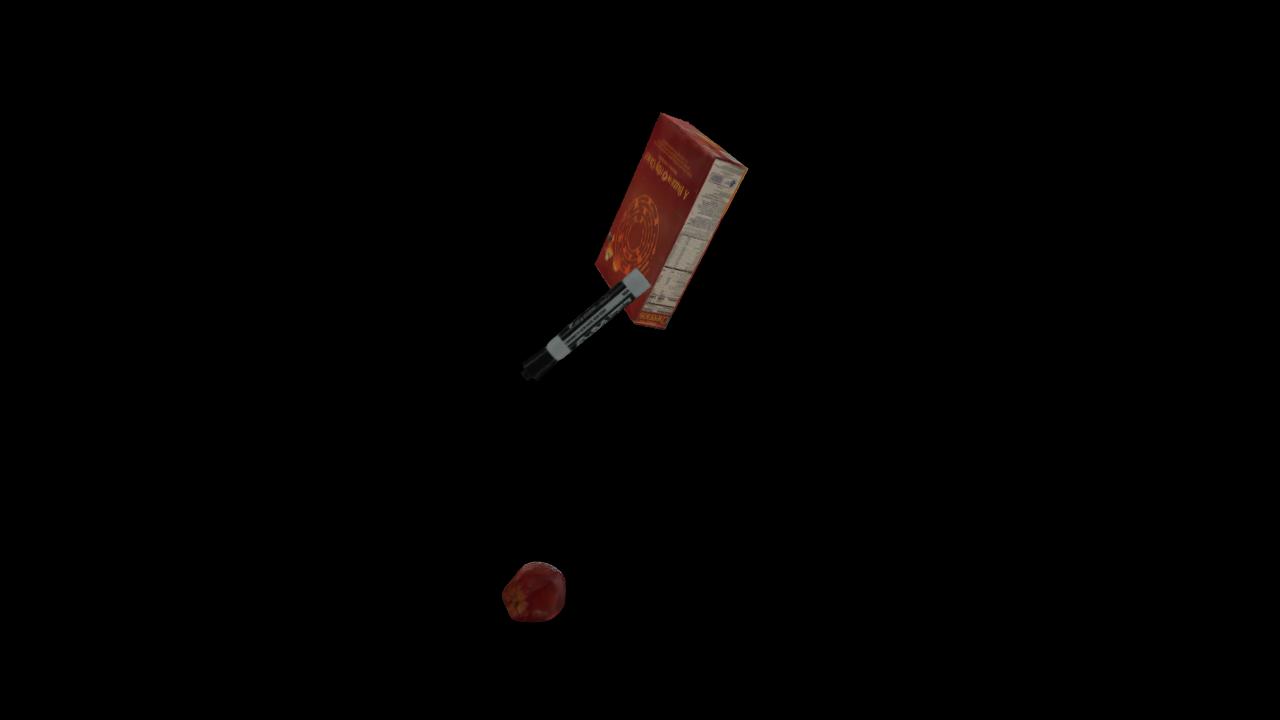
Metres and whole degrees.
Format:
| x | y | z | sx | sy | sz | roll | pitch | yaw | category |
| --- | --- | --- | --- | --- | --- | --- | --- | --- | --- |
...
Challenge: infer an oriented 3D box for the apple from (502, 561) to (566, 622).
| x | y | z | sx | sy | sz | roll | pitch | yaw | category |
| --- | --- | --- | --- | --- | --- | --- | --- | --- | --- |
| -0.139 | 0.311 | 0.820 | 0.079 | 0.079 | 0.093 | 0 | -7 | 20 | apple |

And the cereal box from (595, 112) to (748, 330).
| x | y | z | sx | sy | sz | roll | pitch | yaw | category |
| --- | --- | --- | --- | --- | --- | --- | --- | --- | --- |
| 0.039 | -0.233 | 1.047 | 0.081 | 0.306 | 0.203 | 7 | 34 | -33 | cereal box |

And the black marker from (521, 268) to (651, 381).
| x | y | z | sx | sy | sz | roll | pitch | yaw | category |
| --- | --- | --- | --- | --- | --- | --- | --- | --- | --- |
| -0.043 | -0.025 | 0.474 | 0.121 | 0.020 | 0.020 | -40 | -3 | 3 | black marker |
